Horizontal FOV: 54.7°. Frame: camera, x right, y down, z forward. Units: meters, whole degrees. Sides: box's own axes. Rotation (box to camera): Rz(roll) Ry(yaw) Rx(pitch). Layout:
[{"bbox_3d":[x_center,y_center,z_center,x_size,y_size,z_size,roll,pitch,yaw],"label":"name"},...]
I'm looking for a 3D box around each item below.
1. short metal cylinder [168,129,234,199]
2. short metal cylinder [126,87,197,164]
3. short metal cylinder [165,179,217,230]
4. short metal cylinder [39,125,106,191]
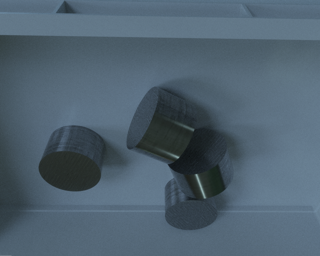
[{"bbox_3d":[0.054,0.046,0.413,0.080,0.080,0.050,-14,129,11],"label":"short metal cylinder"},{"bbox_3d":[0.000,-0.003,0.371,0.050,0.080,0.080,24,126,-19],"label":"short metal cylinder"},{"bbox_3d":[0.048,0.119,0.495,0.081,0.050,0.079,0,130,0],"label":"short metal cylinder"},{"bbox_3d":[-0.119,0.043,0.427,0.081,0.050,0.079,0,130,0],"label":"short metal cylinder"}]
